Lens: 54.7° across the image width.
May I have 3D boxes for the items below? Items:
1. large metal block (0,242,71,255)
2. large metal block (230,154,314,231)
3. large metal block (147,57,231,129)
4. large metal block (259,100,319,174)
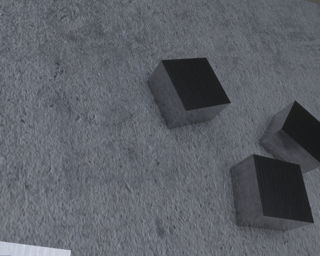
[{"bbox_3d":[-0.122,0.136,0.239,0.081,0.050,0.080,16,55,-19],"label":"large metal block"},{"bbox_3d":[0.146,0.088,0.412,0.081,0.050,0.080,14,56,-21],"label":"large metal block"},{"bbox_3d":[0.040,-0.051,0.440,0.081,0.050,0.080,-12,68,-33],"label":"large metal block"},{"bbox_3d":[0.217,0.016,0.494,0.080,0.050,0.080,42,51,0],"label":"large metal block"}]
